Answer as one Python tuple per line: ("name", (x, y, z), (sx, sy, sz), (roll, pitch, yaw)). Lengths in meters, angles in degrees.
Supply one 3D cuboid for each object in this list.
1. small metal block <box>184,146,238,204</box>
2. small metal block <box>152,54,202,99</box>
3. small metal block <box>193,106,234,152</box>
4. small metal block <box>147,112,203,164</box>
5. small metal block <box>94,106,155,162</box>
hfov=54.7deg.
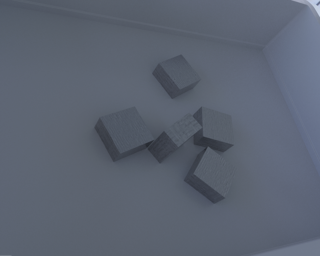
("small metal block", (0.067, 0.061, 0.404), (0.050, 0.025, 0.050), (38, 51, -3))
("small metal block", (0.026, -0.078, 0.467), (0.050, 0.025, 0.050), (-30, 79, -38))
("small metal block", (0.076, 0.002, 0.445), (0.050, 0.025, 0.050), (15, 56, -20))
("small metal block", (0.018, 0.013, 0.391), (0.025, 0.050, 0.050), (50, 51, 6))
("small metal block", (-0.043, 0.007, 0.378), (0.050, 0.025, 0.050), (-21, 73, -36))
